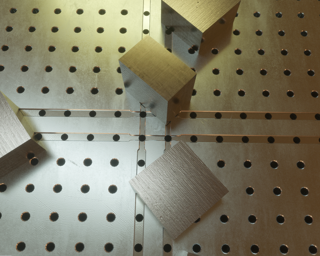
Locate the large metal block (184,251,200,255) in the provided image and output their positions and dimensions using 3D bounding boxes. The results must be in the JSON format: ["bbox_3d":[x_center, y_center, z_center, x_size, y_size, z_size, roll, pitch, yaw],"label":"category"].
[{"bbox_3d":[0.056,0.186,0.331,0.080,0.050,0.080,16,71,5],"label":"large metal block"}]

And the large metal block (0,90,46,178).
[{"bbox_3d":[-0.209,0.013,0.391,0.080,0.050,0.080,-35,74,-12],"label":"large metal block"}]

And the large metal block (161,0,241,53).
[{"bbox_3d":[0.058,-0.174,0.463,0.080,0.050,0.080,-43,76,-14],"label":"large metal block"}]

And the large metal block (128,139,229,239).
[{"bbox_3d":[0.021,0.074,0.372,0.080,0.050,0.080,-38,75,-13],"label":"large metal block"}]

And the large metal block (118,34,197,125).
[{"bbox_3d":[-0.003,-0.060,0.404,0.080,0.080,0.050,41,75,13],"label":"large metal block"}]
